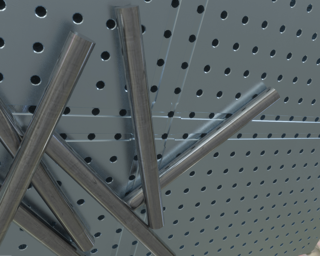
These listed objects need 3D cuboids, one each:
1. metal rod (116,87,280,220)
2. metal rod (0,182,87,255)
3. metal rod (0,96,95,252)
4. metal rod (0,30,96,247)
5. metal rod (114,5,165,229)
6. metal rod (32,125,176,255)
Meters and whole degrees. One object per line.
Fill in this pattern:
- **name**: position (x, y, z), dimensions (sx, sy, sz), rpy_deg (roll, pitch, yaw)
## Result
- **metal rod**: position (0.054, 0.037, 0.462), dimensions (0.301, 0.025, 0.025), rpy_deg (-37, 129, -4)
- **metal rod**: position (-0.167, 0.115, 0.390), dimensions (0.025, 0.025, 0.299), rpy_deg (-33, 129, -7)
- **metal rod**: position (-0.143, 0.056, 0.367), dimensions (0.025, 0.025, 0.299), rpy_deg (-26, 128, -12)
- **metal rod**: position (-0.142, 0.041, 0.324), dimensions (0.025, 0.025, 0.299), rpy_deg (19, 108, -36)
- **metal rod**: position (-0.020, 0.008, 0.385), dimensions (0.025, 0.025, 0.298), rpy_deg (-17, 119, -19)
- **metal rod**: position (-0.060, 0.103, 0.414), dimensions (0.025, 0.025, 0.300), rpy_deg (-38, 121, -3)
